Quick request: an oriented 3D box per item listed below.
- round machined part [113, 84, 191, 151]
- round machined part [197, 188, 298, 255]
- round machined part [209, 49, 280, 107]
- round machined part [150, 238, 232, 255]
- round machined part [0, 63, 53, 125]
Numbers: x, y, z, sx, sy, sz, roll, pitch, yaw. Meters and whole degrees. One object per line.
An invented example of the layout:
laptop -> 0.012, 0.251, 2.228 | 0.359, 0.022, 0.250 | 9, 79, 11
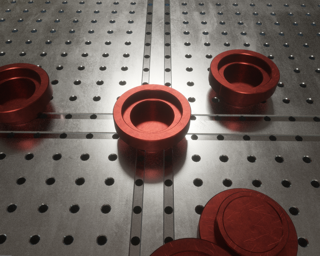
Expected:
round machined part -> -0.010, -0.009, 0.404 | 0.099, 0.042, 0.098 | 0, 50, 0
round machined part -> 0.088, 0.103, 0.311 | 0.099, 0.042, 0.098 | 0, 50, 0
round machined part -> 0.121, -0.070, 0.457 | 0.099, 0.042, 0.098 | 0, 50, 0
round machined part -> 0.028, 0.148, 0.263 | 0.099, 0.042, 0.098 | -4, 59, 7
round machined part -> -0.199, -0.043, 0.430 | 0.099, 0.042, 0.098 | 0, 50, 0
